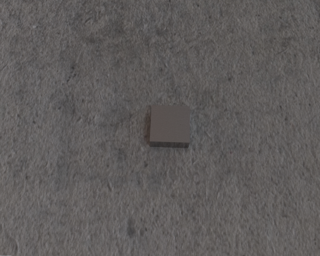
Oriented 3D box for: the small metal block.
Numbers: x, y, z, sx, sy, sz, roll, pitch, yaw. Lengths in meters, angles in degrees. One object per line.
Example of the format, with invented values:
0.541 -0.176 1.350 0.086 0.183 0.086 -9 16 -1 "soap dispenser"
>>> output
0.013 -0.002 0.409 0.050 0.025 0.050 2 70 1 "small metal block"
